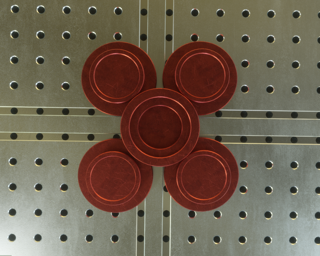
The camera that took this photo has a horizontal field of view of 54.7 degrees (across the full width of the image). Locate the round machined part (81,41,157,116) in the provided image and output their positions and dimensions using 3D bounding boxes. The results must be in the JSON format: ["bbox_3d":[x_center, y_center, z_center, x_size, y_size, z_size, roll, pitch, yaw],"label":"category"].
[{"bbox_3d":[-0.054,-0.064,0.403,0.099,0.042,0.097,0,90,-1],"label":"round machined part"}]

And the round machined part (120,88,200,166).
[{"bbox_3d":[0.000,-0.001,0.403,0.099,0.042,0.097,0,90,-1],"label":"round machined part"}]

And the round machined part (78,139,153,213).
[{"bbox_3d":[-0.058,0.063,0.405,0.099,0.042,0.097,0,90,-1],"label":"round machined part"}]

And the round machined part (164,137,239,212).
[{"bbox_3d":[0.055,0.061,0.405,0.099,0.042,0.097,0,90,-1],"label":"round machined part"}]

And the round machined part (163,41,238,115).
[{"bbox_3d":[0.053,-0.065,0.405,0.099,0.042,0.097,0,90,-1],"label":"round machined part"}]
